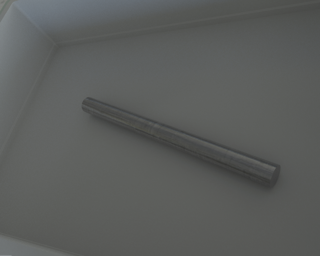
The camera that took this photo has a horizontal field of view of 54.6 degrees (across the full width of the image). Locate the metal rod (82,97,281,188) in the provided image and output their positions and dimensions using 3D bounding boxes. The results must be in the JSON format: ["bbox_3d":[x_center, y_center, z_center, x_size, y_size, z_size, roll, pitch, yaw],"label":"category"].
[{"bbox_3d":[0.002,0.006,0.400,0.300,0.025,0.025,20,73,35],"label":"metal rod"}]
